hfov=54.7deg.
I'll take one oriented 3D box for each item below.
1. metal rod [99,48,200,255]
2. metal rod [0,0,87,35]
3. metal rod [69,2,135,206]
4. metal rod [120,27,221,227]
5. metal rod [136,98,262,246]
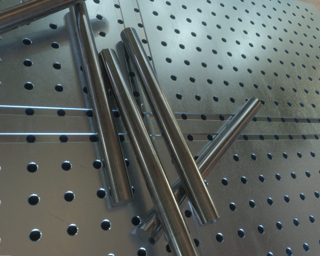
[{"bbox_3d":[-0.020,0.021,0.364,0.025,0.025,0.299,-6,58,-31],"label":"metal rod"},{"bbox_3d":[-0.159,-0.150,0.392,0.025,0.025,0.302,48,58,5],"label":"metal rod"},{"bbox_3d":[-0.081,-0.050,0.396,0.025,0.025,0.299,-3,63,-30],"label":"metal rod"},{"bbox_3d":[0.003,-0.020,0.404,0.025,0.025,0.299,-5,58,-31],"label":"metal rod"},{"bbox_3d":[0.072,0.038,0.425,0.025,0.025,0.302,46,51,3],"label":"metal rod"}]
